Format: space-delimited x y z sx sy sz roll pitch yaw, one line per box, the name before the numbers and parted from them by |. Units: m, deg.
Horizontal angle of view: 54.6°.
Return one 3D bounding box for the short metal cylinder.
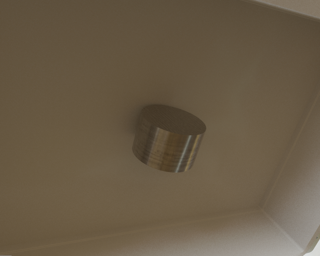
short metal cylinder | 0.010 0.011 0.381 0.081 0.080 0.050 2 118 -29
